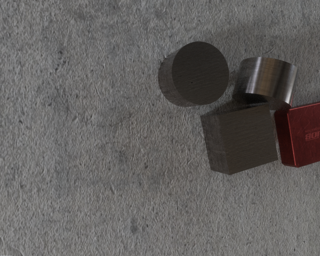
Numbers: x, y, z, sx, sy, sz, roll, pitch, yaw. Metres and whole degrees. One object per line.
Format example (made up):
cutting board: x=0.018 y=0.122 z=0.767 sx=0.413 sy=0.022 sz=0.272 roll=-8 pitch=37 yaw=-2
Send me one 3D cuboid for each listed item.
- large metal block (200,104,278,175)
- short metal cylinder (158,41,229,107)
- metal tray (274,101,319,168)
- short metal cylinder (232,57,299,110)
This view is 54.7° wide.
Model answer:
large metal block: x=0.111 y=0.014 z=0.437 sx=0.081 sy=0.050 sz=0.080 roll=-13 pitch=95 yaw=-20
short metal cylinder: x=0.044 y=-0.069 z=0.412 sx=0.081 sy=0.050 sz=0.080 roll=0 pitch=90 yaw=-20
metal tray: x=0.252 y=0.005 z=0.500 sx=0.131 sy=0.030 sz=0.089 roll=-12 pitch=94 yaw=-20
short metal cylinder: x=0.147 y=-0.060 z=0.434 sx=0.081 sy=0.080 sz=0.050 roll=17 pitch=85 yaw=-19
